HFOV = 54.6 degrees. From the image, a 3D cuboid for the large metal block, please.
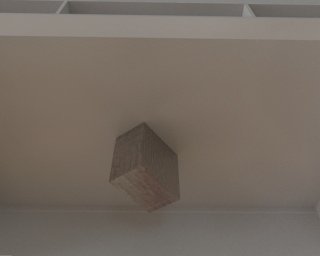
[{"bbox_3d":[-0.018,0.053,0.418,0.050,0.080,0.080,-29,124,22],"label":"large metal block"}]
